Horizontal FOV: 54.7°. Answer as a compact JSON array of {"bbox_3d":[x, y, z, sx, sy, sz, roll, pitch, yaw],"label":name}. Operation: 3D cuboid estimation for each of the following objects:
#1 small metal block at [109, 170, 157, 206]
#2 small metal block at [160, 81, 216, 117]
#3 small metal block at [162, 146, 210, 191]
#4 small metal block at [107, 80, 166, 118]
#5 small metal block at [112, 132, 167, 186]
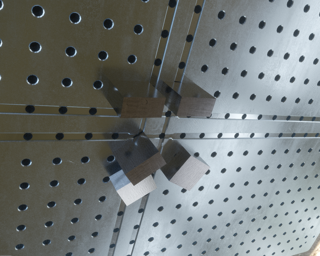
[{"bbox_3d":[-0.036,0.076,0.433,0.050,0.025,0.050,-30,142,-10],"label":"small metal block"},{"bbox_3d":[0.034,-0.037,0.392,0.050,0.050,0.025,0,119,-29],"label":"small metal block"},{"bbox_3d":[0.040,0.063,0.474,0.050,0.025,0.050,33,100,-39],"label":"small metal block"},{"bbox_3d":[-0.029,-0.034,0.360,0.050,0.050,0.025,-2,119,-28],"label":"small metal block"},{"bbox_3d":[-0.028,0.039,0.406,0.050,0.050,0.025,-34,129,-7],"label":"small metal block"}]
